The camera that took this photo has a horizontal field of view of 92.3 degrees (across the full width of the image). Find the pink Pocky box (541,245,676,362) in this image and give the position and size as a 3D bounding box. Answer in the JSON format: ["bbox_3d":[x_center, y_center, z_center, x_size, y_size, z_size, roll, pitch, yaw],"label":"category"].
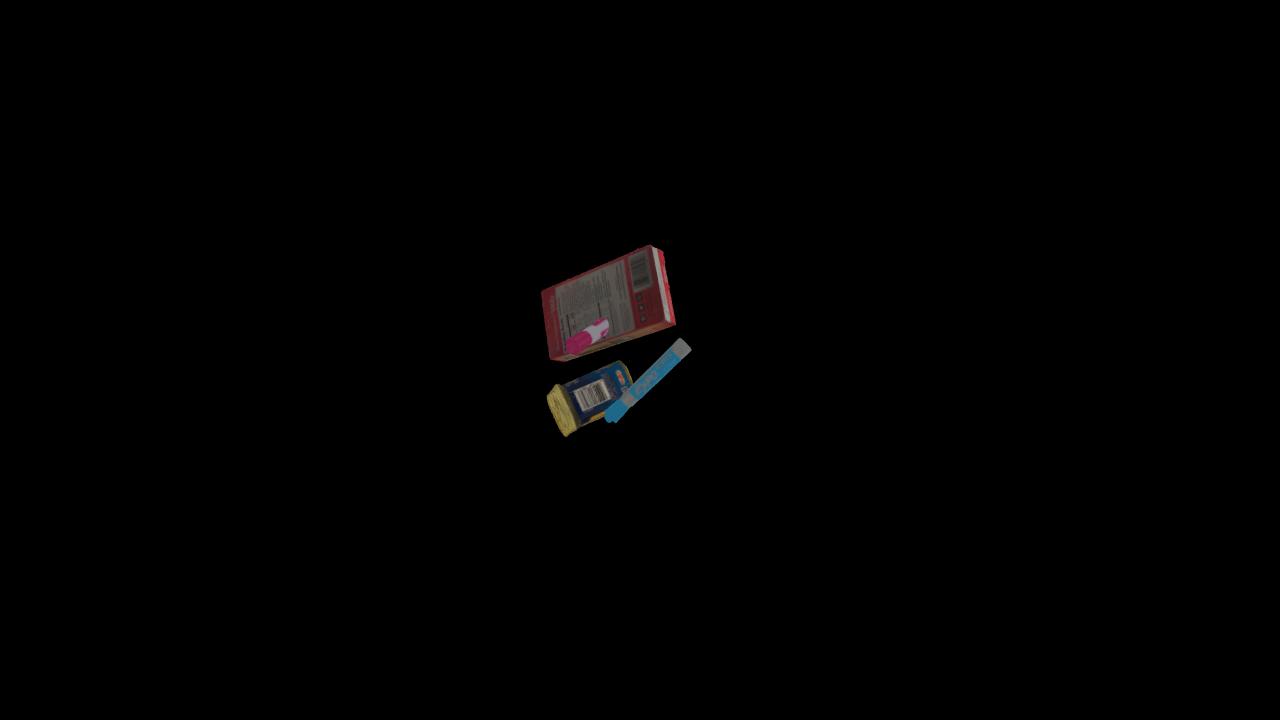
[{"bbox_3d":[-0.038,-0.057,0.662,0.155,0.084,0.029,-17,-15,31],"label":"pink Pocky box"}]

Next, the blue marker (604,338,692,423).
[{"bbox_3d":[0.006,0.024,0.663,0.121,0.020,0.020,-44,-10,10],"label":"blue marker"}]

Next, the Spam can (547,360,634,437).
[{"bbox_3d":[-0.059,0.047,0.746,0.085,0.058,0.101,-23,-5,-20],"label":"Spam can"}]

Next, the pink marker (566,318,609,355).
[{"bbox_3d":[-0.037,-0.036,0.647,0.020,0.020,0.121,0,25,36],"label":"pink marker"}]
